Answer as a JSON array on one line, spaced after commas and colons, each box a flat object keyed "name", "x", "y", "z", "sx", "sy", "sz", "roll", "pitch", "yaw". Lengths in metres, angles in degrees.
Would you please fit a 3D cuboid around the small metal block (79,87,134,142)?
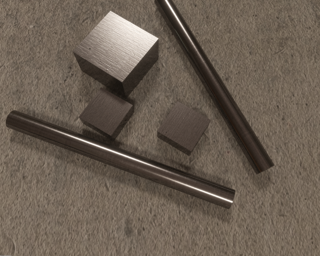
[{"name": "small metal block", "x": -0.070, "y": -0.018, "z": 0.414, "sx": 0.050, "sy": 0.025, "sz": 0.050, "roll": 30, "pitch": 72, "yaw": 10}]

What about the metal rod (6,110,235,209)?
[{"name": "metal rod", "x": -0.054, "y": 0.038, "z": 0.393, "sx": 0.301, "sy": 0.025, "sz": 0.025, "roll": 19, "pitch": 71, "yaw": 6}]

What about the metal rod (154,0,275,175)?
[{"name": "metal rod", "x": 0.068, "y": -0.074, "z": 0.435, "sx": 0.025, "sy": 0.025, "sz": 0.299, "roll": -24, "pitch": 72, "yaw": -9}]

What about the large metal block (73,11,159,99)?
[{"name": "large metal block", "x": -0.058, "y": -0.101, "z": 0.431, "sx": 0.080, "sy": 0.050, "sz": 0.080, "roll": 33, "pitch": 73, "yaw": 11}]

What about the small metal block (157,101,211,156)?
[{"name": "small metal block", "x": 0.031, "y": 0.001, "z": 0.408, "sx": 0.050, "sy": 0.025, "sz": 0.050, "roll": 31, "pitch": 73, "yaw": 10}]
